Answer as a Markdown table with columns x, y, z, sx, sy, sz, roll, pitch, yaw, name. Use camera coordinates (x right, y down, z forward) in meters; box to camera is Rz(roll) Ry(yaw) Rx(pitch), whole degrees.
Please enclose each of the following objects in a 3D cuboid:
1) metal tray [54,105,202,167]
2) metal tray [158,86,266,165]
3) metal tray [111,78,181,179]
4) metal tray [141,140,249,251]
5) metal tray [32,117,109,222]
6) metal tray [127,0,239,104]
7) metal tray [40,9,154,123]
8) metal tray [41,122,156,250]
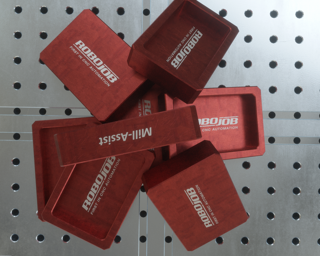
| x | y | z | sx | sy | sz | roll | pitch | yaw | name |
| --- | --- | --- | --- | --- | --- | --- | --- | --- | --- |
| -0.027 | 0.007 | 0.316 | 0.131 | 0.090 | 0.030 | -12 | 90 | 4 | metal tray |
| 0.067 | -0.005 | 0.393 | 0.131 | 0.030 | 0.090 | -4 | 90 | -17 | metal tray |
| -0.018 | 0.000 | 0.410 | 0.091 | 0.030 | 0.129 | -4 | 88 | -2 | metal tray |
| 0.046 | 0.087 | 0.378 | 0.090 | 0.030 | 0.130 | -29 | 123 | 0 | metal tray |
| -0.115 | 0.052 | 0.410 | 0.090 | 0.030 | 0.129 | -4 | 89 | -1 | metal tray |
| 0.032 | -0.101 | 0.377 | 0.090 | 0.030 | 0.130 | 34 | 57 | 0 | metal tray |
| -0.078 | -0.077 | 0.394 | 0.090 | 0.030 | 0.130 | -45 | 75 | 0 | metal tray |
| -0.073 | 0.069 | 0.380 | 0.090 | 0.030 | 0.130 | 27 | 90 | 0 | metal tray |
